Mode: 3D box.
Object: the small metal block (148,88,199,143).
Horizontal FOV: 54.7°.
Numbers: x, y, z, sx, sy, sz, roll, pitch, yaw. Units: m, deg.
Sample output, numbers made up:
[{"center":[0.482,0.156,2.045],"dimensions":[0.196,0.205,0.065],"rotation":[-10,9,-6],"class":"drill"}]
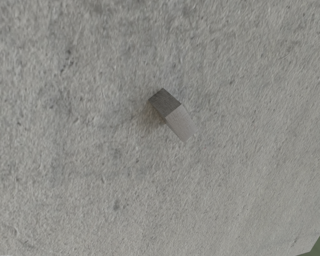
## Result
[{"center":[0.017,-0.017,0.391],"dimensions":[0.025,0.050,0.050],"rotation":[-39,130,-2],"class":"small metal block"}]
